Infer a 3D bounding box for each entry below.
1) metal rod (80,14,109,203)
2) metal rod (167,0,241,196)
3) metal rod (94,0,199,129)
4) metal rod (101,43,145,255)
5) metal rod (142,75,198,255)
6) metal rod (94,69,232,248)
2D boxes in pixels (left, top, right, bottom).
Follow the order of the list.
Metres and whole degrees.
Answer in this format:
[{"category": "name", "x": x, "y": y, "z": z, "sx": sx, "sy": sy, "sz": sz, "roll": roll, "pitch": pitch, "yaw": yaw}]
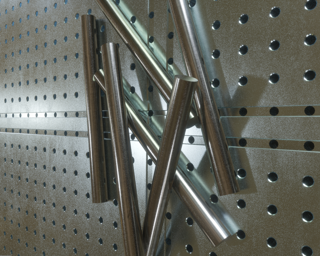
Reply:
[{"category": "metal rod", "x": -0.106, "y": -0.032, "z": 0.498, "sx": 0.025, "sy": 0.025, "sz": 0.299, "roll": -8, "pitch": 85, "yaw": 40}, {"category": "metal rod", "x": 0.044, "y": -0.070, "z": 0.373, "sx": 0.025, "sy": 0.025, "sz": 0.299, "roll": -22, "pitch": 76, "yaw": 38}, {"category": "metal rod", "x": -0.035, "y": -0.120, "z": 0.439, "sx": 0.025, "sy": 0.025, "sz": 0.299, "roll": -48, "pitch": 62, "yaw": 29}, {"category": "metal rod", "x": -0.051, "y": 0.028, "z": 0.413, "sx": 0.025, "sy": 0.025, "sz": 0.299, "roll": -19, "pitch": 74, "yaw": 38}, {"category": "metal rod", "x": -0.001, "y": 0.083, "z": 0.380, "sx": 0.025, "sy": 0.025, "sz": 0.298, "roll": 29, "pitch": 117, "yaw": 36}, {"category": "metal rod", "x": -0.010, "y": 0.023, "z": 0.419, "sx": 0.300, "sy": 0.025, "sz": 0.025, "roll": 52, "pitch": 121, "yaw": 27}]
